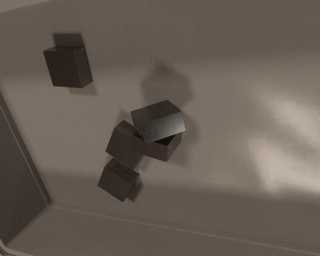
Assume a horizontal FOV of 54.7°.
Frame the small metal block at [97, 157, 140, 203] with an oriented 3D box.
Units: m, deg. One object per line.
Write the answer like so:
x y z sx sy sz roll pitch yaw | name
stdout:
-0.067 0.083 0.493 0.050 0.025 0.050 32 128 7 | small metal block

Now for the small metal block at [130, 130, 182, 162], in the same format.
-0.004 0.013 0.401 0.050 0.050 0.025 15 125 19 | small metal block

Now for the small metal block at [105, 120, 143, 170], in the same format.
-0.045 0.025 0.446 0.050 0.025 0.050 32 128 6 | small metal block

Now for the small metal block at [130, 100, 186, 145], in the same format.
-0.004 -0.009 0.375 0.050 0.050 0.025 -19 115 -11 | small metal block

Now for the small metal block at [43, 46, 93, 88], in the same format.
-0.124 -0.083 0.421 0.050 0.025 0.050 7 122 24 | small metal block
